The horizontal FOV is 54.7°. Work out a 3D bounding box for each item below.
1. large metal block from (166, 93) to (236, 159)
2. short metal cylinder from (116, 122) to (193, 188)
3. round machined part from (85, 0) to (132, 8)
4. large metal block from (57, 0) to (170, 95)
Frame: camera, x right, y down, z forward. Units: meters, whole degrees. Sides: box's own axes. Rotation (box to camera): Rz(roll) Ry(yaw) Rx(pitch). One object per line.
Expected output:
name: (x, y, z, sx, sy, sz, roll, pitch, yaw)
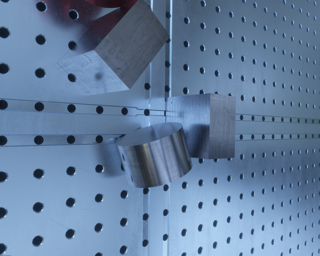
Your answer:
large metal block: (0.053, -0.002, 0.418, 0.050, 0.080, 0.080, 2, 89, -40)
short metal cylinder: (-0.006, 0.030, 0.368, 0.081, 0.080, 0.050, -25, 106, -37)
round machined part: (-0.055, -0.167, 0.329, 0.099, 0.042, 0.098, 3, 60, -5)
large metal block: (-0.050, -0.084, 0.331, 0.050, 0.080, 0.080, 48, 62, -30)
